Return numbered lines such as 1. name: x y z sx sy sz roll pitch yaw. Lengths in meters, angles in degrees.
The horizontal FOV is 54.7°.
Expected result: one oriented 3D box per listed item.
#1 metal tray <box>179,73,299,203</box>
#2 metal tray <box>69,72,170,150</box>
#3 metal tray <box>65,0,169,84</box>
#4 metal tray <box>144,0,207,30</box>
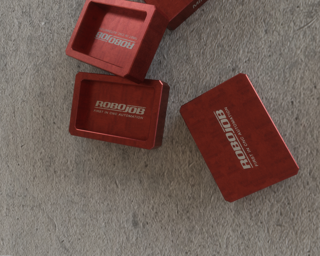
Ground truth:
1. metal tray: 0.093 0.012 0.373 0.090 0.030 0.130 -29 81 17
2. metal tray: -0.058 -0.025 0.426 0.130 0.030 0.089 9 93 19
3. metal tray: -0.060 -0.119 0.403 0.130 0.030 0.090 26 94 35
4. metal tray: 0.034 -0.202 0.394 0.130 0.030 0.090 -39 78 15
